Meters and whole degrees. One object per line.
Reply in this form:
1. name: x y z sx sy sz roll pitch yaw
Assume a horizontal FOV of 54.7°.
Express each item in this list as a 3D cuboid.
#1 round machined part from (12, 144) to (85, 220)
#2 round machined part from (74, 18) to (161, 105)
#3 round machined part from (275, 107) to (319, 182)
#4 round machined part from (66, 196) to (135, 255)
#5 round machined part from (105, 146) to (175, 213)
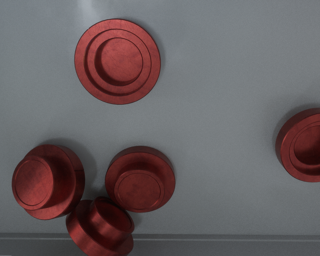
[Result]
1. round machined part: -0.150 0.070 0.401 0.098 0.042 0.097 -3 83 22
2. round machined part: -0.048 -0.080 0.372 0.099 0.042 0.097 0 110 0
3. round machined part: 0.202 0.019 0.411 0.099 0.042 0.097 0 110 0
4. round machined part: -0.074 0.131 0.421 0.098 0.098 0.042 38 97 -13
5. round machined part: -0.028 0.078 0.431 0.099 0.042 0.097 0 110 0
